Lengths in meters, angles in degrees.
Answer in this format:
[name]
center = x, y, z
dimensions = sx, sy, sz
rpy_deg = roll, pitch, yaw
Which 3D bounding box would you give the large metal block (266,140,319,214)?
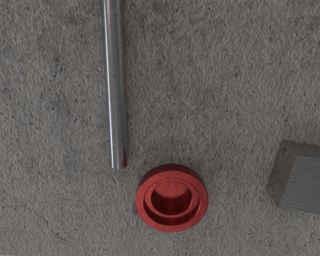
[large metal block]
center = 0.203, 0.068, 0.424
dimensions = 0.081, 0.050, 0.079
rpy_deg = 9, 110, -4

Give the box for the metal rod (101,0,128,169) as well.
[metal rod]
center = -0.056, -0.089, 0.376
dimensions = 0.025, 0.025, 0.298
rpy_deg = 0, 110, 0

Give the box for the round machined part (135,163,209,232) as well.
[round machined part]
center = 0.016, 0.093, 0.435
dimensions = 0.099, 0.042, 0.097
rpy_deg = 0, 110, 0
